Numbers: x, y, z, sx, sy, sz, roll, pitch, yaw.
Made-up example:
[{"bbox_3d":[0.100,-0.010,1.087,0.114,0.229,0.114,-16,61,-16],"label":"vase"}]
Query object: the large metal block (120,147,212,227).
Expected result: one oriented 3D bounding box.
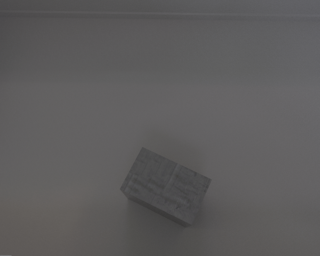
[{"bbox_3d":[0.006,0.071,0.354,0.080,0.080,0.050,25,72,8],"label":"large metal block"}]
